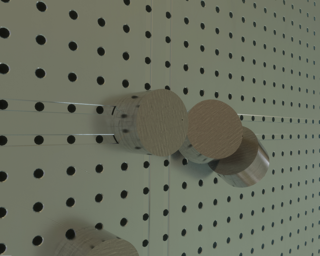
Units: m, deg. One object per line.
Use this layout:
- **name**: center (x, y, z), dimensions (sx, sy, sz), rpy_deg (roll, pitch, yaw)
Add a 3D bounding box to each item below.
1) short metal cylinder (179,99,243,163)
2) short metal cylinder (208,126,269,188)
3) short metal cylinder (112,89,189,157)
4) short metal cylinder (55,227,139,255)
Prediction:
- **short metal cylinder**: center (0.065, 0.006, 0.426), dimensions (0.081, 0.050, 0.080), rpy_deg (4, 75, -14)
- **short metal cylinder**: center (0.116, 0.043, 0.465), dimensions (0.050, 0.080, 0.080), rpy_deg (42, 64, -44)
- **short metal cylinder**: center (-0.011, -0.006, 0.383), dimensions (0.081, 0.050, 0.079), rpy_deg (0, 90, -40)
- **short metal cylinder**: center (-0.068, 0.154, 0.336), dimensions (0.081, 0.050, 0.079), rpy_deg (0, 90, -40)
